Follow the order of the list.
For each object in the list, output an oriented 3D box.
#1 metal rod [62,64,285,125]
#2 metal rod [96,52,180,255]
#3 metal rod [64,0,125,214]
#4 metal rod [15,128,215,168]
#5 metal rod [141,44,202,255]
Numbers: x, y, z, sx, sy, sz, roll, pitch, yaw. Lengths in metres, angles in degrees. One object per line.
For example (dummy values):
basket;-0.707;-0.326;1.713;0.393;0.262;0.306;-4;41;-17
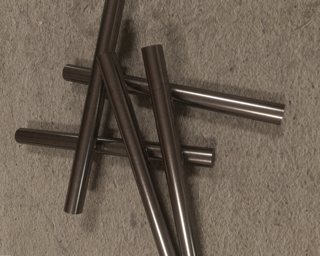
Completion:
metal rod;0.003;-0.048;0.406;0.301;0.025;0.025;13;95;19
metal rod;-0.022;0.052;0.391;0.025;0.025;0.298;-16;94;19
metal rod;-0.087;-0.033;0.410;0.025;0.025;0.298;14;95;19
metal rod;-0.075;0.025;0.434;0.301;0.025;0.025;5;92;19
metal rod;0.018;0.051;0.376;0.025;0.025;0.298;-9;97;19
